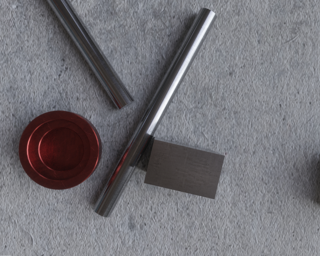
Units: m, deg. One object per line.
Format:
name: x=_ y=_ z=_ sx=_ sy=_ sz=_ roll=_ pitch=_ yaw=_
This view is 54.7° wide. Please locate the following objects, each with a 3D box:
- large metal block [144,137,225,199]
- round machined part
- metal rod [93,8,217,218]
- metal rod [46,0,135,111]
large metal block: x=0.027 y=0.046 z=0.383 sx=0.080 sy=0.080 sz=0.050 roll=13 pitch=90 yaw=-1
round machined part: x=-0.124 y=0.027 z=0.400 sx=0.099 sy=0.042 sz=0.097 roll=0 pitch=90 yaw=-1
metal rod: x=-0.006 y=-0.020 z=0.409 sx=0.025 sy=0.025 sz=0.299 roll=28 pitch=90 yaw=-1
metal rod: x=-0.126 y=-0.155 z=0.408 sx=0.025 sy=0.025 sz=0.299 roll=-33 pitch=90 yaw=0
